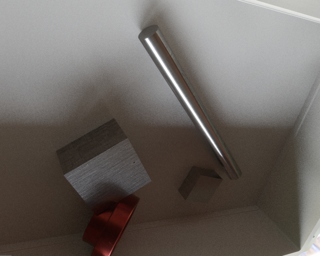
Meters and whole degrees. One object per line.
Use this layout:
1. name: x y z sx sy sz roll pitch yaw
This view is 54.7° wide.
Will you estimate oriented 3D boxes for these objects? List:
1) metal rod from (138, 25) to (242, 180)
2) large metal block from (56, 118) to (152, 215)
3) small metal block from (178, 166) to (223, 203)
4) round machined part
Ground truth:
1. metal rod: 0.057 -0.013 0.433 0.025 0.025 0.300 -39 130 -2
2. large metal block: -0.068 0.048 0.386 0.080 0.050 0.080 -31 129 -9
3. small metal block: 0.066 0.093 0.505 0.050 0.025 0.050 17 110 -35
4. round machined part: -0.069 0.130 0.419 0.042 0.098 0.097 27 108 4
